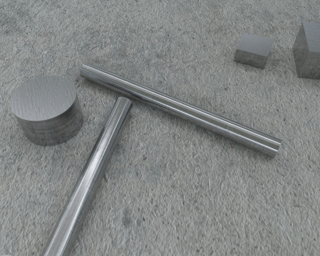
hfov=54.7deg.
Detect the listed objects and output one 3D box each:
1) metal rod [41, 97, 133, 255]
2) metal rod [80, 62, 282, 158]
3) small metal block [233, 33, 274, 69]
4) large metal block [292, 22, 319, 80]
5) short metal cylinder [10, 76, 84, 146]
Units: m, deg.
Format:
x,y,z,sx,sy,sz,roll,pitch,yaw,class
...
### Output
x,y,z,sx,sy,sz,roll,pitch,yaw,class
-0.086,0.077,0.337,0.025,0.025,0.300,11,51,9,metal rod
0.015,-0.031,0.429,0.301,0.025,0.025,24,54,18,metal rod
0.155,-0.128,0.512,0.050,0.025,0.050,19,52,15,small metal block
0.264,-0.120,0.490,0.080,0.050,0.080,7,50,6,large metal block
-0.145,-0.023,0.405,0.081,0.050,0.080,0,50,0,short metal cylinder
